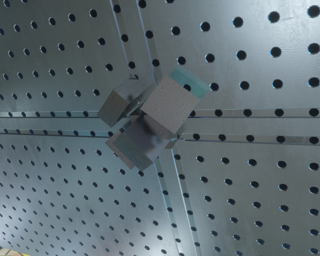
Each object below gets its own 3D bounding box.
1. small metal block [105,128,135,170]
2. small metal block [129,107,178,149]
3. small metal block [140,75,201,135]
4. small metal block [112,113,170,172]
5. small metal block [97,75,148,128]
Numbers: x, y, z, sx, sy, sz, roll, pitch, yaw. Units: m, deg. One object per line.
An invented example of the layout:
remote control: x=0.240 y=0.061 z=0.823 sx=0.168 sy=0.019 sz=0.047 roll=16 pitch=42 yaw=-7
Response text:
small metal block: x=-0.047 y=0.027 z=0.433 sx=0.025 sy=0.050 sz=0.050 roll=-43 pitch=95 yaw=2
small metal block: x=-0.008 y=0.000 z=0.415 sx=0.050 sy=0.025 sz=0.050 roll=0 pitch=118 yaw=27
small metal block: x=0.012 y=-0.027 z=0.371 sx=0.050 sy=0.025 sz=0.050 roll=37 pitch=89 yaw=4
small metal block: x=-0.022 y=0.017 z=0.386 sx=0.050 sy=0.050 sz=0.025 roll=45 pitch=128 yaw=-4
small metal block: x=-0.048 y=-0.034 z=0.400 sx=0.025 sy=0.050 sz=0.050 roll=42 pitch=129 yaw=0
